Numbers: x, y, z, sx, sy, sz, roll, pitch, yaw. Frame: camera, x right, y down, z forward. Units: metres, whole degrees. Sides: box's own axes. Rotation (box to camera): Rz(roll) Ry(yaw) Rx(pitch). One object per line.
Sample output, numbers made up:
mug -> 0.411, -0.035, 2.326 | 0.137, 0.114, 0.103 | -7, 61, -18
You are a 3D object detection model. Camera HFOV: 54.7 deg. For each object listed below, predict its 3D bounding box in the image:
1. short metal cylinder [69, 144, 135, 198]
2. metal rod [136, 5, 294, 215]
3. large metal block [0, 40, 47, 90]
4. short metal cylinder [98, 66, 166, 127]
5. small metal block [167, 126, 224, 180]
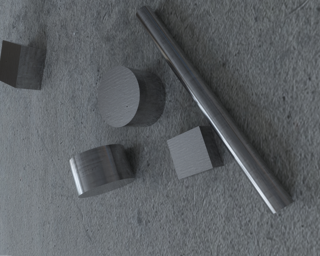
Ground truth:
short metal cylinder -> -0.081, 0.061, 0.436 | 0.080, 0.081, 0.050 | -31, 71, 35
metal rod -> 0.050, -0.039, 0.363 | 0.025, 0.025, 0.299 | -46, 63, 30
large metal block -> -0.275, -0.125, 0.616 | 0.080, 0.050, 0.079 | 22, 104, 38
short metal cylinder -> -0.039, -0.041, 0.421 | 0.080, 0.050, 0.080 | 0, 90, 40
small metal block -> 0.041, 0.030, 0.371 | 0.050, 0.025, 0.050 | -27, 73, 37
